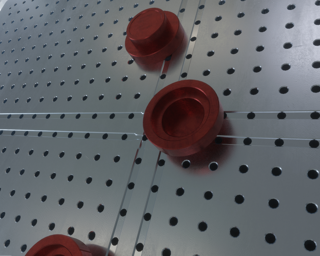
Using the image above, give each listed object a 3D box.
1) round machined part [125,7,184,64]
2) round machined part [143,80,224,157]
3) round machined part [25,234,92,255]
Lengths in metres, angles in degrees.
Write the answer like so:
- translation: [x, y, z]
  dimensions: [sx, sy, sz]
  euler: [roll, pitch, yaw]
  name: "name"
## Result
- translation: [-0.015, -0.154, 0.501]
  dimensions: [0.098, 0.042, 0.098]
  euler: [-13, 56, 21]
  name: "round machined part"
- translation: [0.032, -0.009, 0.387]
  dimensions: [0.098, 0.042, 0.098]
  euler: [-13, 56, 21]
  name: "round machined part"
- translation: [-0.114, 0.175, 0.351]
  dimensions: [0.098, 0.042, 0.098]
  euler: [-13, 56, 21]
  name: "round machined part"
